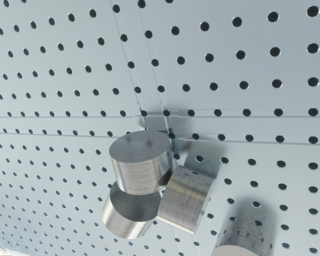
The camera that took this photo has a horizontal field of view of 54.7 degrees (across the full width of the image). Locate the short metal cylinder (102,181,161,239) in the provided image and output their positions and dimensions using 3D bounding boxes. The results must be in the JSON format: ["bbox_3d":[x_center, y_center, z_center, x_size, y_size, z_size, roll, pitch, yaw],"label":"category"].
[{"bbox_3d":[-0.043,0.120,0.473,0.080,0.080,0.050,32,129,7],"label":"short metal cylinder"}]

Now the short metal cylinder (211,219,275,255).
[{"bbox_3d":[0.119,0.178,0.442,0.080,0.050,0.079,13,124,21],"label":"short metal cylinder"}]

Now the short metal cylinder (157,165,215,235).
[{"bbox_3d":[0.037,0.096,0.416,0.050,0.080,0.079,20,126,16],"label":"short metal cylinder"}]

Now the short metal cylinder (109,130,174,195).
[{"bbox_3d":[-0.023,0.044,0.415,0.080,0.080,0.050,5,121,25],"label":"short metal cylinder"}]
